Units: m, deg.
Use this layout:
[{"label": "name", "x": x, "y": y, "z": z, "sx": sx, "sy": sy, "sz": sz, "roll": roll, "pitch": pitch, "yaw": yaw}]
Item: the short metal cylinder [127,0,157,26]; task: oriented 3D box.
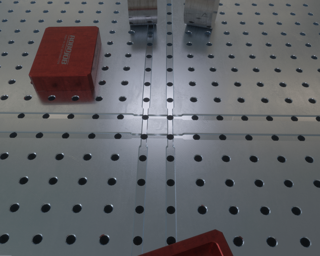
[{"label": "short metal cylinder", "x": -0.033, "y": -0.229, "z": 0.564, "sx": 0.050, "sy": 0.080, "sz": 0.080, "roll": -3, "pitch": 50, "yaw": -3}]

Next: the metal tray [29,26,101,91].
[{"label": "metal tray", "x": -0.148, "y": -0.115, "z": 0.500, "sx": 0.091, "sy": 0.030, "sz": 0.130, "roll": -1, "pitch": 50, "yaw": -1}]

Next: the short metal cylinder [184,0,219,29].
[{"label": "short metal cylinder", "x": 0.078, "y": -0.225, "z": 0.561, "sx": 0.050, "sy": 0.080, "sz": 0.080, "roll": 14, "pitch": 51, "yaw": 11}]

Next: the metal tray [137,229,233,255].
[{"label": "metal tray", "x": 0.011, "y": 0.155, "z": 0.273, "sx": 0.131, "sy": 0.030, "sz": 0.090, "roll": -14, "pitch": 52, "yaw": -12}]
